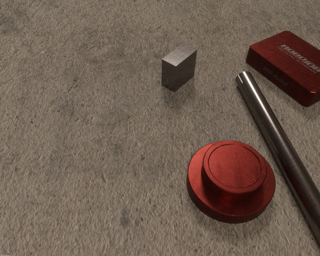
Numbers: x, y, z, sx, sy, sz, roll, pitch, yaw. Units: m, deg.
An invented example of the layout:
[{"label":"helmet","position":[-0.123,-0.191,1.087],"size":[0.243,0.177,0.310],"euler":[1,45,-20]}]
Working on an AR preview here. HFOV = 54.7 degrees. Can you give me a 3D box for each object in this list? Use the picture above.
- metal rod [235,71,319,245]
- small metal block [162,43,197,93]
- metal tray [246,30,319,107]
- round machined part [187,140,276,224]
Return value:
[{"label":"metal rod","position":[0.154,0.037,0.374],"size":[0.025,0.025,0.300],"euler":[-8,51,-7]},{"label":"small metal block","position":[0.028,-0.090,0.463],"size":[0.025,0.050,0.050],"euler":[33,57,24]},{"label":"metal tray","position":[0.213,-0.097,0.485],"size":[0.091,0.030,0.130],"euler":[-26,55,-21]},{"label":"round machined part","position":[0.081,0.053,0.349],"size":[0.099,0.042,0.098],"euler":[0,50,0]}]
